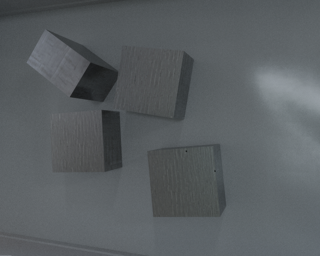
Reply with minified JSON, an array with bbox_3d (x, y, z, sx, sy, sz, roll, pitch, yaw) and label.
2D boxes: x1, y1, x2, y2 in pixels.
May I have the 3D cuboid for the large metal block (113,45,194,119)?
[{"bbox_3d":[-0.007,-0.057,0.399,0.080,0.050,0.079,10,93,19],"label":"large metal block"}]

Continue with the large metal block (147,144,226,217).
[{"bbox_3d":[0.034,0.064,0.384,0.080,0.050,0.080,-6,88,19],"label":"large metal block"}]

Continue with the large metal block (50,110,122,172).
[{"bbox_3d":[-0.102,0.018,0.432,0.080,0.050,0.079,-3,89,19],"label":"large metal block"}]

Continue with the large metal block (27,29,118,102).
[{"bbox_3d":[-0.113,-0.081,0.420,0.080,0.080,0.050,37,102,16],"label":"large metal block"}]
